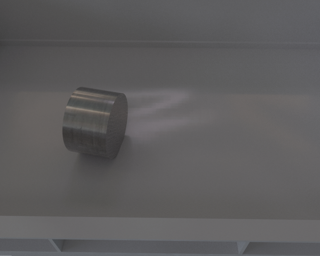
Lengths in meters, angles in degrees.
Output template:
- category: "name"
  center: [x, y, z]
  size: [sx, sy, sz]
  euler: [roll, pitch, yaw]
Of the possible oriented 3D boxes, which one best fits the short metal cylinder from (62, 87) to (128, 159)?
- category: "short metal cylinder"
  center: [-0.075, -0.006, 0.375]
  size: [0.050, 0.080, 0.080]
  euler: [10, 51, 8]
